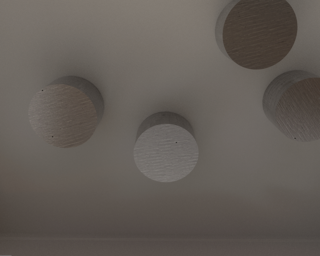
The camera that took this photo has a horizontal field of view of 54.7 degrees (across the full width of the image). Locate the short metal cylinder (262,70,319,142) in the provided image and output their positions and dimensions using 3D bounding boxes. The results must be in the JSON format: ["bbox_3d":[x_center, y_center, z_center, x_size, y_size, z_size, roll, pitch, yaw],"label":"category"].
[{"bbox_3d":[0.177,-0.029,0.389,0.081,0.050,0.079,0,110,0],"label":"short metal cylinder"}]

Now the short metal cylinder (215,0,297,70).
[{"bbox_3d":[0.108,-0.112,0.358,0.081,0.050,0.079,0,110,0],"label":"short metal cylinder"}]

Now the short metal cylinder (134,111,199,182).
[{"bbox_3d":[0.008,0.024,0.407,0.081,0.050,0.079,0,110,0],"label":"short metal cylinder"}]

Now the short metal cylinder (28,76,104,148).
[{"bbox_3d":[-0.115,-0.021,0.389,0.081,0.050,0.079,0,110,0],"label":"short metal cylinder"}]
